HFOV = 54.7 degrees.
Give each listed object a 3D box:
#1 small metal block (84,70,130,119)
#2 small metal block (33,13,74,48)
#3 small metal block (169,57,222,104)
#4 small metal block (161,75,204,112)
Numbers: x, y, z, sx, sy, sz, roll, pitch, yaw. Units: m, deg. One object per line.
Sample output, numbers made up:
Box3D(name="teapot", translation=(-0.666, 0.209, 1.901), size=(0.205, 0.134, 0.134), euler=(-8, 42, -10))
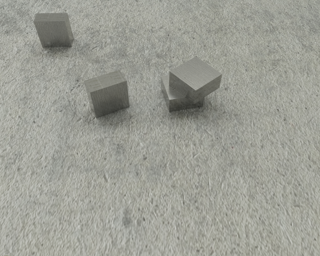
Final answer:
Box3D(name="small metal block", translation=(-0.072, -0.046, 0.425), size=(0.050, 0.050, 0.025), euler=(-21, 53, -17))
Box3D(name="small metal block", translation=(-0.178, -0.165, 0.524), size=(0.050, 0.050, 0.025), euler=(-2, 50, -1))
Box3D(name="small metal block", translation=(0.048, -0.067, 0.427), size=(0.050, 0.025, 0.050), euler=(-33, 58, -25))
Box3D(name="small metal block", translation=(0.032, -0.053, 0.448), size=(0.050, 0.025, 0.050), euler=(-10, 51, -8))
